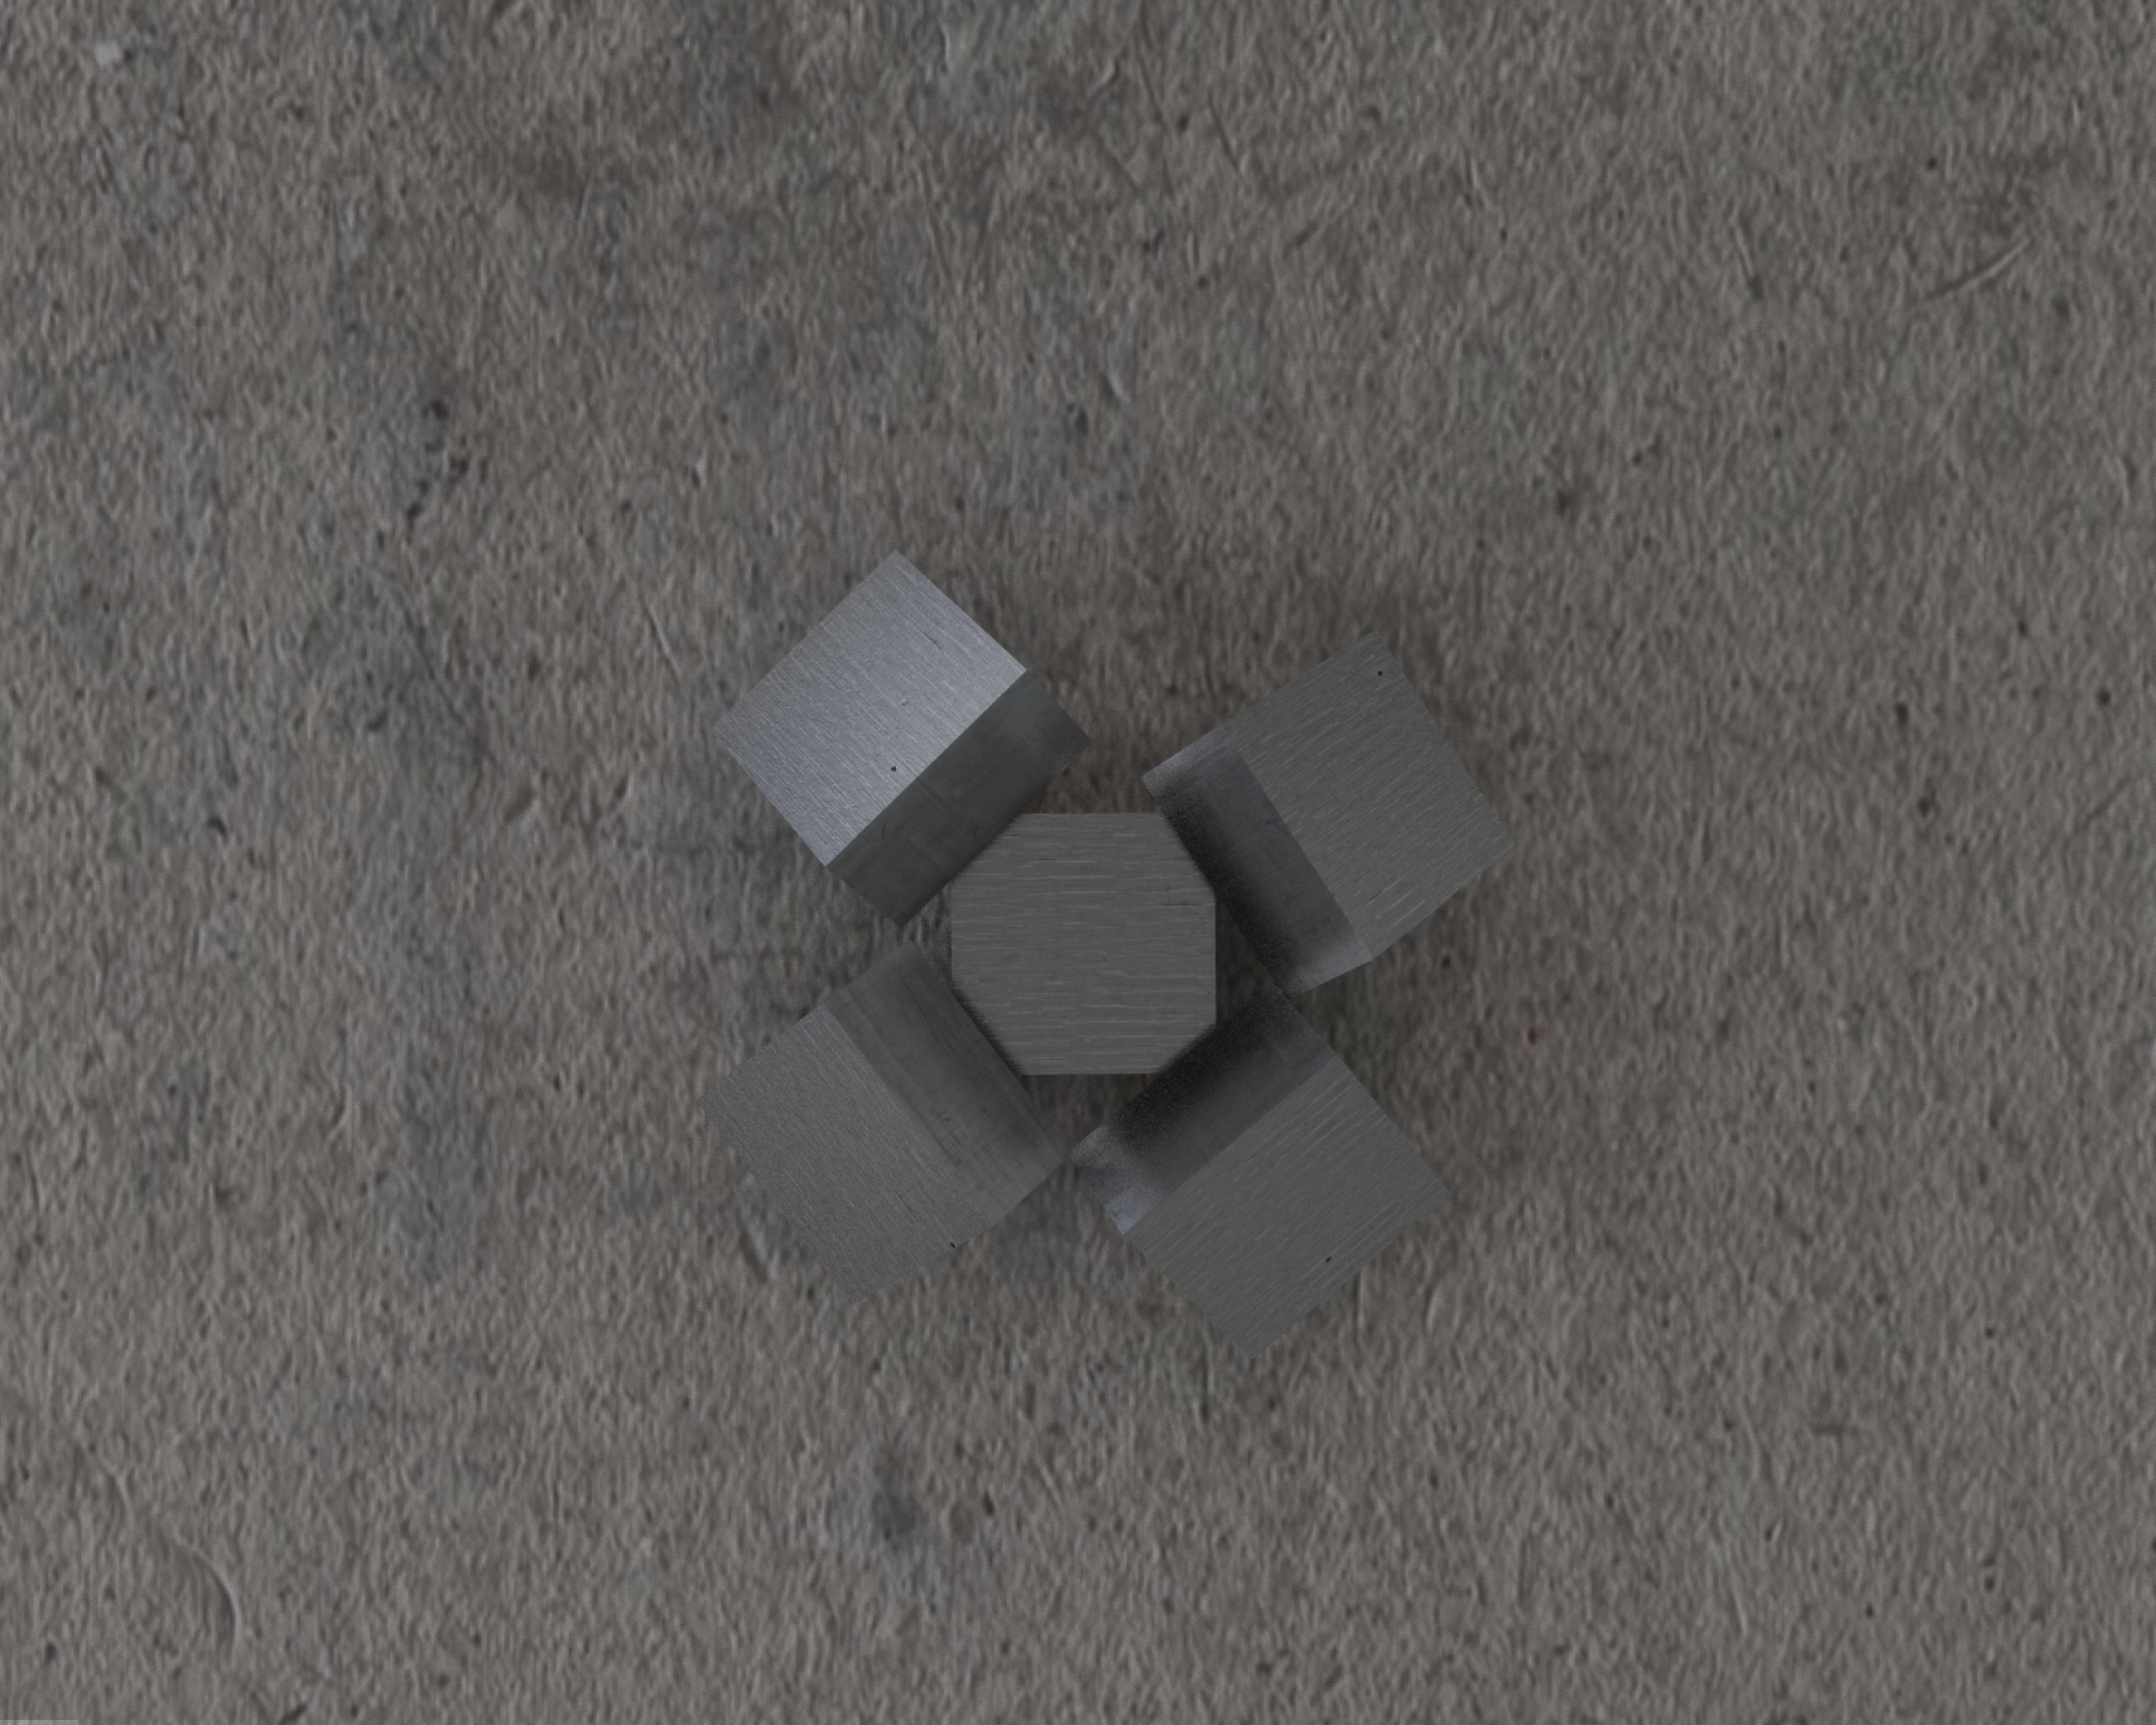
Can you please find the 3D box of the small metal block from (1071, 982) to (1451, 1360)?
[{"bbox_3d":[0.035,0.059,0.398,0.050,0.025,0.050,-40,128,0],"label":"small metal block"}]

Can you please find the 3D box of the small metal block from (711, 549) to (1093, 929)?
[{"bbox_3d":[-0.034,-0.024,0.396,0.050,0.025,0.050,-45,48,0],"label":"small metal block"}]

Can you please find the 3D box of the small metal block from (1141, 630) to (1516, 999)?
[{"bbox_3d":[0.048,-0.010,0.397,0.050,0.025,0.050,-33,90,-41],"label":"small metal block"}]

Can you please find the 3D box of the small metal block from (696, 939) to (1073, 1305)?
[{"bbox_3d":[-0.037,0.050,0.396,0.050,0.025,0.050,53,134,0],"label":"small metal block"}]

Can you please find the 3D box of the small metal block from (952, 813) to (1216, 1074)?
[{"bbox_3d":[0.001,0.015,0.410,0.050,0.025,0.050,0,90,0],"label":"small metal block"}]
